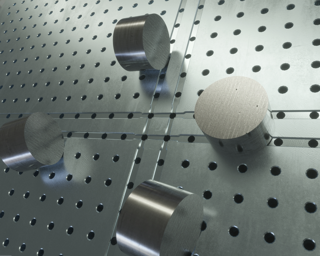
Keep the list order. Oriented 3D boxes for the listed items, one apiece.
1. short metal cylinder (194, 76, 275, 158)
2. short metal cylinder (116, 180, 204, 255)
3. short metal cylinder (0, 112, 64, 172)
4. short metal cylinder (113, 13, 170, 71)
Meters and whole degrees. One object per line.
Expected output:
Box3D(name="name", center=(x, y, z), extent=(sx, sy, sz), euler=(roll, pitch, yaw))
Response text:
Box3D(name="short metal cylinder", center=(0.086, -0.012, 0.355), extent=(0.080, 0.050, 0.080), euler=(-13, 56, 21))
Box3D(name="short metal cylinder", center=(0.002, 0.098, 0.312), extent=(0.050, 0.080, 0.080), euler=(13, 68, 33))
Box3D(name="short metal cylinder", center=(-0.189, 0.021, 0.460), extent=(0.050, 0.080, 0.080), euler=(-15, 56, 20))
Box3D(name="short metal cylinder", center=(-0.025, -0.126, 0.464), extent=(0.050, 0.080, 0.080), euler=(3, 63, 29))
